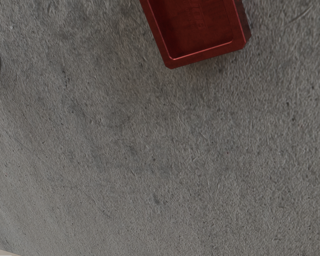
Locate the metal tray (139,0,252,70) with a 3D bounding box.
[{"bbox_3d":[0.027,-0.132,0.306,0.090,0.030,0.129,-10,114,32],"label":"metal tray"}]
